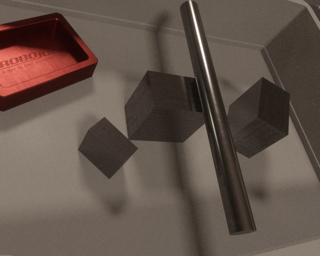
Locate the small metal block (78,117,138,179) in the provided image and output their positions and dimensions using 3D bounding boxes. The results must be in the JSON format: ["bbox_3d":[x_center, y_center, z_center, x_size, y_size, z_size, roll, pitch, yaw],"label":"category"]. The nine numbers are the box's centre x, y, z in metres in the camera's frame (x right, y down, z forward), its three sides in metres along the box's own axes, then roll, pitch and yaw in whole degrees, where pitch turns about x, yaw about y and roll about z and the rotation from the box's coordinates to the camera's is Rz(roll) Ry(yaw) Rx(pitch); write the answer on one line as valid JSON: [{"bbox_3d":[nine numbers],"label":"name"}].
[{"bbox_3d":[-0.059,0.023,0.345,0.050,0.050,0.025,43,51,1],"label":"small metal block"}]

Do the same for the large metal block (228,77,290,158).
[{"bbox_3d":[0.141,-0.014,0.457,0.050,0.080,0.080,29,52,-11],"label":"large metal block"}]

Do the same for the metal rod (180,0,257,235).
[{"bbox_3d":[0.058,-0.034,0.356,0.025,0.025,0.299,6,59,-25],"label":"metal rod"}]

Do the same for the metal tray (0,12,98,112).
[{"bbox_3d":[-0.153,-0.084,0.371,0.131,0.030,0.090,-32,80,-38],"label":"metal tray"}]

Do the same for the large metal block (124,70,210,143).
[{"bbox_3d":[0.009,-0.023,0.391,0.081,0.080,0.050,4,60,-27],"label":"large metal block"}]
